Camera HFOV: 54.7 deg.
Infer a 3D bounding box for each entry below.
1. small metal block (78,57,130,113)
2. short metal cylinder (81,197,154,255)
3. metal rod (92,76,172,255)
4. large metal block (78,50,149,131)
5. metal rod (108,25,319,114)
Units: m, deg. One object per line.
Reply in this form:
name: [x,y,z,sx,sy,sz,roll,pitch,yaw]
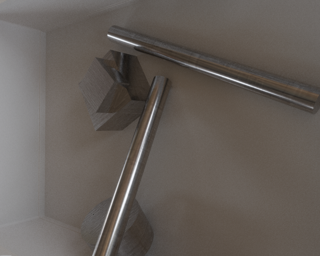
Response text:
small metal block: [-0.074,-0.055,0.400,0.050,0.025,0.050,51,120,27]
short metal cylinder: [-0.055,0.134,0.405,0.080,0.080,0.050,2,126,39]
metal rod: [-0.039,0.072,0.351,0.025,0.025,0.299,-1,62,39]
large metal block: [-0.062,-0.050,0.439,0.080,0.050,0.080,-36,68,34]
metal rod: [0.039,-0.082,0.372,0.300,0.025,0.025,28,108,36]
